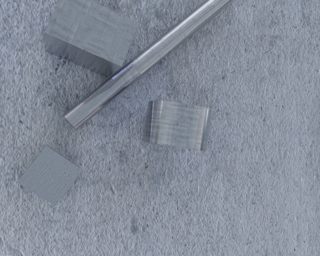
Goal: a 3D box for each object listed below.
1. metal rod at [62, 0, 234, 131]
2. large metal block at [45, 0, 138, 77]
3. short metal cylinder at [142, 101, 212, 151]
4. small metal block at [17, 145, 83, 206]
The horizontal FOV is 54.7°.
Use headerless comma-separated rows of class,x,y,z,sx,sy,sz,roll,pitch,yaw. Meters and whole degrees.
metal rod,0.000,-0.104,0.408,0.301,0.025,0.025,-42,104,-15
large metal block,-0.081,-0.101,0.350,0.080,0.080,0.050,22,83,-19
short metal cylinder,0.021,-0.002,0.388,0.081,0.080,0.050,10,87,-20
small metal block,-0.128,0.054,0.362,0.050,0.025,0.050,38,78,-16
